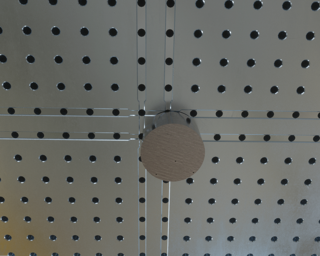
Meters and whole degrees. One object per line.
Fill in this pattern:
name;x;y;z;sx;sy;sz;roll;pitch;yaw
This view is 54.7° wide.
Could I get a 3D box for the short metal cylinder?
short metal cylinder;0.016;0.023;0.409;0.081;0.050;0.079;0;110;-1
